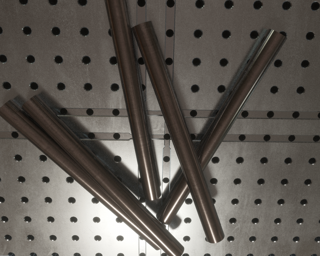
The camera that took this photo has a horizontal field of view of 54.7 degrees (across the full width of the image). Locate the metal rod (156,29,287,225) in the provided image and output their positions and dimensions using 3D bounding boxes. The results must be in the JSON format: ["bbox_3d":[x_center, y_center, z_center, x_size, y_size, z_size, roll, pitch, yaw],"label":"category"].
[{"bbox_3d":[0.074,0.011,0.418,0.025,0.025,0.298,26,108,-10],"label":"metal rod"}]

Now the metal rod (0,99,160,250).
[{"bbox_3d":[-0.100,0.075,0.439,0.025,0.025,0.300,-41,106,13],"label":"metal rod"}]

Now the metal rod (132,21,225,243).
[{"bbox_3d":[0.028,0.014,0.399,0.025,0.025,0.298,-19,102,6],"label":"metal rod"}]

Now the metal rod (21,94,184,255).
[{"bbox_3d":[-0.071,0.075,0.428,0.025,0.025,0.300,-39,102,13],"label":"metal rod"}]

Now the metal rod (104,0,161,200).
[{"bbox_3d":[-0.033,-0.040,0.398,0.025,0.025,0.298,-9,110,3],"label":"metal rod"}]
